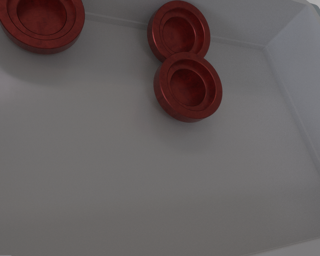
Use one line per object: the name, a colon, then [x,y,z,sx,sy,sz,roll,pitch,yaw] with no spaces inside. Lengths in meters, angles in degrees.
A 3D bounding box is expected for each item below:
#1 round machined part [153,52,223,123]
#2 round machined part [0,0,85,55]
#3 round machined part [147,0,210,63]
round machined part: [0.036,-0.054,0.437,0.099,0.042,0.098,7,72,-24]
round machined part: [-0.147,-0.138,0.386,0.099,0.042,0.097,3,82,-22]
round machined part: [0.025,-0.140,0.477,0.099,0.042,0.097,0,90,-25]
